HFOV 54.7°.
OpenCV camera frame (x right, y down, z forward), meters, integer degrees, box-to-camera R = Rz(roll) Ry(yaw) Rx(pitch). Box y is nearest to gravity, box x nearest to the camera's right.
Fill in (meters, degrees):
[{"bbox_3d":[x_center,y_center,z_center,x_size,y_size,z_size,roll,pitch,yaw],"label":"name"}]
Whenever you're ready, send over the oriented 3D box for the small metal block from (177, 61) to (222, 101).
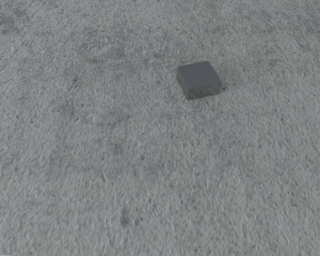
[{"bbox_3d":[0.057,-0.072,0.464,0.050,0.025,0.050,-13,51,-11],"label":"small metal block"}]
